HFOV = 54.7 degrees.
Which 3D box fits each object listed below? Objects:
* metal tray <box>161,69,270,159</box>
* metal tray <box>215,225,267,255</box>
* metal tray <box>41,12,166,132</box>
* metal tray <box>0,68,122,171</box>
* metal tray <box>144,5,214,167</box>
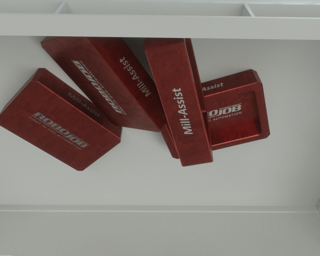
[{"bbox_3d":[0.066,-0.013,0.394,0.130,0.030,0.090,-15,129,12],"label":"metal tray"},{"bbox_3d":[0.166,0.247,0.620,0.090,0.030,0.129,-11,130,9],"label":"metal tray"},{"bbox_3d":[-0.054,-0.052,0.328,0.090,0.030,0.130,8,145,47],"label":"metal tray"},{"bbox_3d":[-0.126,-0.005,0.400,0.090,0.030,0.130,-36,122,26],"label":"metal tray"},{"bbox_3d":[0.022,-0.039,0.298,0.030,0.090,0.129,-11,124,12],"label":"metal tray"}]
